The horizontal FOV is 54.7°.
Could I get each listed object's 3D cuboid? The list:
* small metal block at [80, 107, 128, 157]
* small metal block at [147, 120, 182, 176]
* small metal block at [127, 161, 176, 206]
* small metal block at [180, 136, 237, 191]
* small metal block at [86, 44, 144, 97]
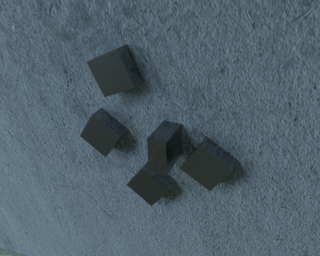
[{"bbox_3d":[-0.083,0.007,0.455,0.050,0.025,0.050,40,129,1],"label":"small metal block"},{"bbox_3d":[0.007,0.025,0.403,0.025,0.050,0.050,12,124,21],"label":"small metal block"},{"bbox_3d":[-0.014,0.082,0.465,0.050,0.025,0.050,41,129,0],"label":"small metal block"},{"bbox_3d":[0.063,0.047,0.403,0.050,0.025,0.050,37,129,3],"label":"small metal block"},{"bbox_3d":[-0.056,-0.072,0.392,0.050,0.025,0.050,-12,112,33],"label":"small metal block"}]
